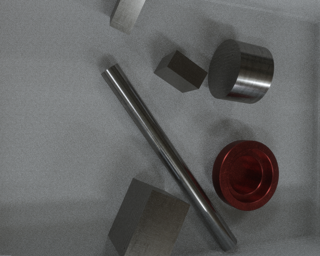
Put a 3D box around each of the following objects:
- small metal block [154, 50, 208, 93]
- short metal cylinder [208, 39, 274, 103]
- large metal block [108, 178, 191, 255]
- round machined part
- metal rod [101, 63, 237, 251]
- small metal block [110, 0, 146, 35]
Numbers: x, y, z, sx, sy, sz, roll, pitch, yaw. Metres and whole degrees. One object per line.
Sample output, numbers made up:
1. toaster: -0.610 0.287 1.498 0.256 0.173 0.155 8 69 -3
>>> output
1. small metal block: 0.026 -0.073 0.408 0.050 0.050 0.025 32 80 -18
2. short metal cylinder: 0.108 -0.076 0.423 0.050 0.080 0.080 7 88 -20
3. large metal block: -0.016 0.113 0.376 0.050 0.080 0.080 26 81 -19
4. round machined part: 0.118 0.066 0.447 0.099 0.042 0.097 0 90 -21
5. metal rod: 0.019 0.047 0.418 0.025 0.025 0.299 -38 102 -16
6. small metal block: -0.039 -0.146 0.373 0.025 0.050 0.050 21 116 -19
